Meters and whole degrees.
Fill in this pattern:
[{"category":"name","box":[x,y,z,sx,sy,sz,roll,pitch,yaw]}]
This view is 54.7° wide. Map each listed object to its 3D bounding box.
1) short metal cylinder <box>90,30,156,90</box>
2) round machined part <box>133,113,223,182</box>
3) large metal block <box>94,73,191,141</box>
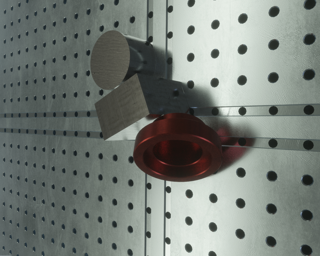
[{"category":"short metal cylinder","box":[-0.053,-0.091,0.437,0.080,0.050,0.079,0,90,40]},{"category":"round machined part","box":[0.021,0.020,0.355,0.098,0.098,0.042,-30,39,36]},{"category":"large metal block","box":[-0.021,-0.023,0.391,0.080,0.081,0.050,-28,72,36]}]
